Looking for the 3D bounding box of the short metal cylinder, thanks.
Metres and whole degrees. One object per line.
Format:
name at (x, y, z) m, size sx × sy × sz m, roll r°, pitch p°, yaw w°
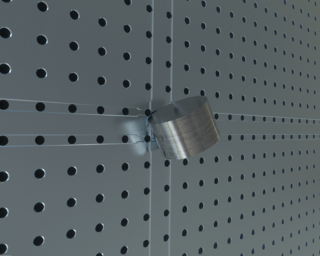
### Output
short metal cylinder at (0.031, -0.002, 0.397) m, size 0.080 × 0.080 × 0.050 m, roll -35°, pitch 111°, yaw -34°
